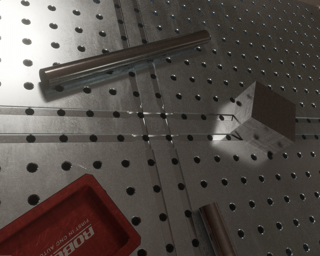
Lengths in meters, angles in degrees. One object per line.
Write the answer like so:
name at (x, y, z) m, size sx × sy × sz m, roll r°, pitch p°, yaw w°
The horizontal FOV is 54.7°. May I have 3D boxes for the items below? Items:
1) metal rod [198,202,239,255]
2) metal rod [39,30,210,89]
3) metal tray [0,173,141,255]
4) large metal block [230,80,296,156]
metal rod at (0.106, 0.227, 0.328) m, size 0.025 × 0.025 × 0.299 m, roll -6°, pitch 65°, yaw -31°
metal rod at (-0.029, -0.110, 0.460) m, size 0.302 × 0.025 × 0.025 m, roll -26°, pitch 76°, yaw -37°
metal tray at (-0.093, 0.114, 0.285) m, size 0.131 × 0.030 × 0.090 m, roll -34°, pitch 81°, yaw -38°
large metal block at (0.166, -0.015, 0.493) m, size 0.080 × 0.050 × 0.080 m, roll 28°, pitch 52°, yaw -11°
